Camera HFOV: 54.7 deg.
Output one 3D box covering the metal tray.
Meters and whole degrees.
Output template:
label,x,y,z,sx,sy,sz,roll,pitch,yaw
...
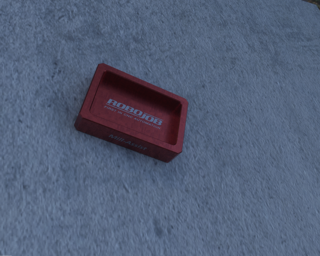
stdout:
label,x,y,z,sx,sy,sz,roll,pitch,yaw
metal tray,-0.031,-0.019,0.396,0.131,0.030,0.090,22,53,-16
